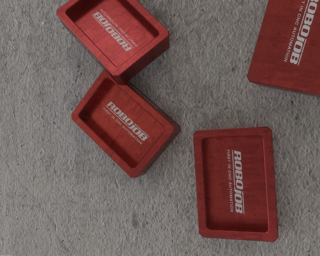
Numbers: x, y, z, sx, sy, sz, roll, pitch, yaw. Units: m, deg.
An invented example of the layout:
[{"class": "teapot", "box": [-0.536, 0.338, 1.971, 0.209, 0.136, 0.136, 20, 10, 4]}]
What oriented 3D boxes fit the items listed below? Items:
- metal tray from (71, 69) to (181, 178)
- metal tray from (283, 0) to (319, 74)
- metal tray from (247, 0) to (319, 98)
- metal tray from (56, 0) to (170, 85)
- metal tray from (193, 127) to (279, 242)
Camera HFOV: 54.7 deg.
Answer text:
[{"class": "metal tray", "box": [-0.049, -0.008, 0.423, 0.130, 0.030, 0.090, 42, 103, 15]}, {"class": "metal tray", "box": [0.209, -0.099, 0.332, 0.130, 0.030, 0.089, 11, 94, 19]}, {"class": "metal tray", "box": [0.156, -0.103, 0.331, 0.090, 0.030, 0.129, 20, 99, 39]}, {"class": "metal tray", "box": [-0.061, -0.132, 0.410, 0.090, 0.030, 0.130, -41, 76, -8]}, {"class": "metal tray", "box": [0.091, 0.065, 0.373, 0.090, 0.030, 0.129, -4, 89, 19]}]
